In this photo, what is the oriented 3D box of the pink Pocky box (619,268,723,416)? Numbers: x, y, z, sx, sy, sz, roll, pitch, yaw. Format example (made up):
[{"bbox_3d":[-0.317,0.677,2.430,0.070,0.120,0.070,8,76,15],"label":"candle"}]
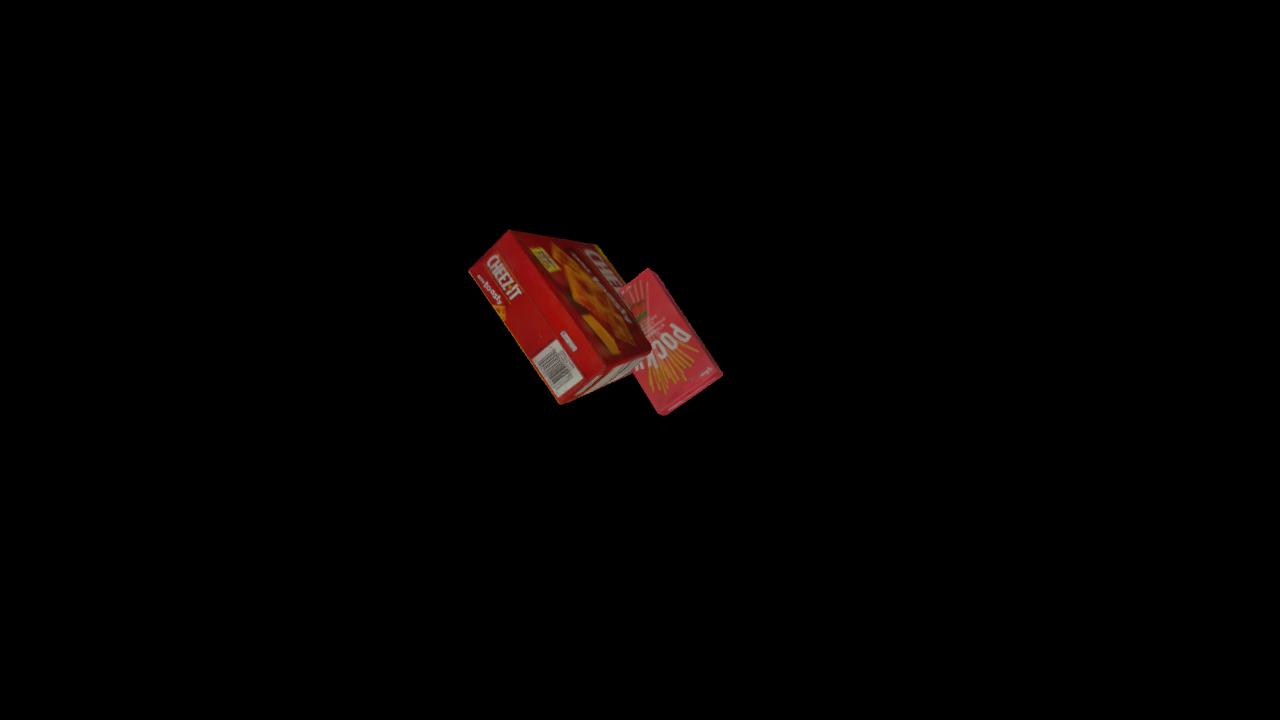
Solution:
[{"bbox_3d":[0.019,-0.022,0.705,0.084,0.155,0.029,-36,-21,12],"label":"pink Pocky box"}]

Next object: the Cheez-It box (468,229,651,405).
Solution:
[{"bbox_3d":[-0.064,-0.053,0.682,0.071,0.166,0.223,-38,-6,19],"label":"Cheez-It box"}]
